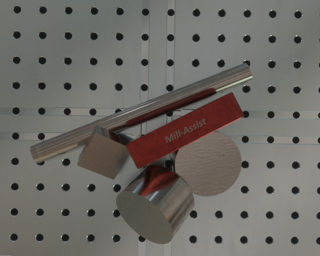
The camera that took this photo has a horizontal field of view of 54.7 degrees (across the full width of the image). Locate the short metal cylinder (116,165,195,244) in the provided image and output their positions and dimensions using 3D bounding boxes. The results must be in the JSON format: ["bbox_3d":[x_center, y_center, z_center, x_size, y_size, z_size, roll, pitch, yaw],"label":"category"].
[{"bbox_3d":[-0.006,0.092,0.375,0.080,0.080,0.050,47,49,0],"label":"short metal cylinder"}]

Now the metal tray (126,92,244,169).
[{"bbox_3d":[0.027,0.002,0.377,0.131,0.090,0.030,-26,90,0],"label":"metal tray"}]

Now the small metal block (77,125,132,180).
[{"bbox_3d":[-0.070,0.032,0.396,0.050,0.025,0.050,26,106,-19],"label":"small metal block"}]

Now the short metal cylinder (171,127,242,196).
[{"bbox_3d":[0.056,0.040,0.393,0.081,0.050,0.079,-1,99,-4],"label":"short metal cylinder"}]

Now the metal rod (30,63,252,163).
[{"bbox_3d":[-0.024,-0.020,0.409,0.301,0.025,0.025,-21,90,0],"label":"metal rod"}]
